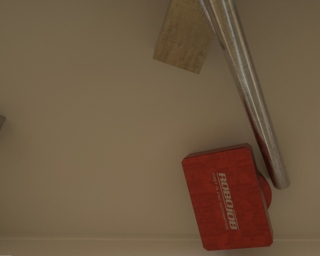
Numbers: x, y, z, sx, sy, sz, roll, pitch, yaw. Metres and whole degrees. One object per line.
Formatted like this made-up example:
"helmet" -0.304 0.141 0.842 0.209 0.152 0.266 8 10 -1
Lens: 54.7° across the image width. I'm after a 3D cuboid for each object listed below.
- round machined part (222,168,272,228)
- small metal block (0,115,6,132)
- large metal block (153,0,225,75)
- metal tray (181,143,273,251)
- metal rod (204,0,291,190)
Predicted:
"round machined part" 0.111 0.103 0.442 0.099 0.042 0.097 0 110 -1
"small metal block" -0.230 0.009 0.398 0.025 0.050 0.050 28 107 -10
"large metal block" 0.029 -0.112 0.341 0.050 0.080 0.079 18 109 -7
"metal tray" 0.089 0.092 0.411 0.090 0.030 0.129 -14 92 21
"metal rod" 0.110 -0.024 0.355 0.025 0.025 0.299 -26 127 9
